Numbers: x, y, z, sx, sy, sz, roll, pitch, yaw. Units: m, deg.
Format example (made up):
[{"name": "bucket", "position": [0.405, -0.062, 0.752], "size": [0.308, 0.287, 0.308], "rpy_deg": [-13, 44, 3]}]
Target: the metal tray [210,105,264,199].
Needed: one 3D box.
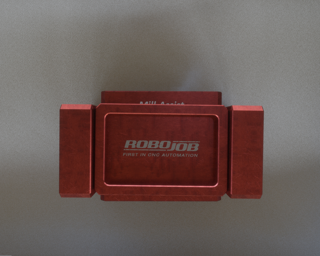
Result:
[{"name": "metal tray", "position": [0.083, 0.022, 0.357], "size": [0.030, 0.130, 0.089], "rpy_deg": [1, 91, 0]}]

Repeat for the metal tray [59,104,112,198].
[{"name": "metal tray", "position": [-0.080, 0.021, 0.357], "size": [0.030, 0.130, 0.089], "rpy_deg": [1, 91, 0]}]

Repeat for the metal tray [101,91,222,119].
[{"name": "metal tray", "position": [0.002, -0.025, 0.376], "size": [0.131, 0.090, 0.030], "rpy_deg": [0, 91, 0]}]

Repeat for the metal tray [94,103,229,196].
[{"name": "metal tray", "position": [0.001, 0.021, 0.317], "size": [0.131, 0.030, 0.089], "rpy_deg": [1, 90, 0]}]

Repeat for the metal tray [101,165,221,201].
[{"name": "metal tray", "position": [0.001, 0.064, 0.376], "size": [0.131, 0.090, 0.030], "rpy_deg": [0, 90, 0]}]
